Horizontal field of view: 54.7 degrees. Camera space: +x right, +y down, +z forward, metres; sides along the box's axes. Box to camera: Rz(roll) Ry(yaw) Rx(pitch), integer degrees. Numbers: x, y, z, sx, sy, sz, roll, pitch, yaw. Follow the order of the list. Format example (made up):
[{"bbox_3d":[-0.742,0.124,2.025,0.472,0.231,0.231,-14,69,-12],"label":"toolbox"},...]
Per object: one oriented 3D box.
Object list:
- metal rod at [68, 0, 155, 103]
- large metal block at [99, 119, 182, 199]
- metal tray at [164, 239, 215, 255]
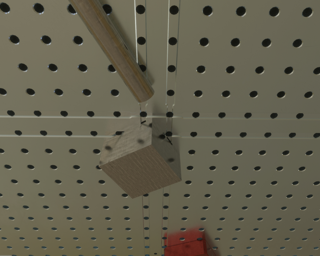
[{"bbox_3d":[-0.085,-0.141,0.290,0.025,0.025,0.299,-21,127,17],"label":"metal rod"},{"bbox_3d":[-0.025,0.045,0.434,0.080,0.050,0.080,-24,126,19],"label":"large metal block"},{"bbox_3d":[0.074,0.288,0.655,0.090,0.030,0.130,-18,128,15],"label":"metal tray"}]
